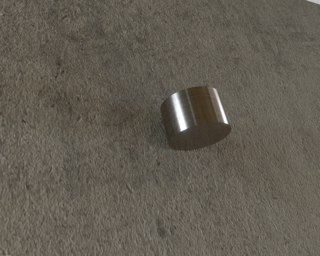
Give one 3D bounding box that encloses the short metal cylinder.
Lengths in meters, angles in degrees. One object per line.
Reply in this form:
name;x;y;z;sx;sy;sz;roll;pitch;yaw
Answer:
short metal cylinder;0.045;-0.010;0.398;0.081;0.080;0.050;1;62;-28
